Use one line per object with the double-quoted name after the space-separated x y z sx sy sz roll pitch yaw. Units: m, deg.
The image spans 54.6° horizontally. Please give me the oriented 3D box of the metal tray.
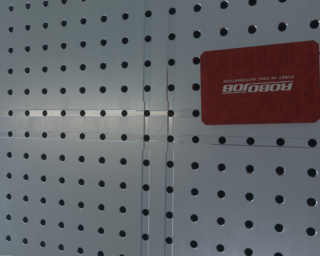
0.116 -0.050 0.369 0.130 0.030 0.090 -1 90 20 "metal tray"
